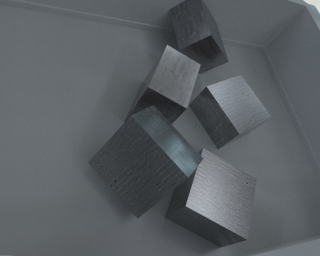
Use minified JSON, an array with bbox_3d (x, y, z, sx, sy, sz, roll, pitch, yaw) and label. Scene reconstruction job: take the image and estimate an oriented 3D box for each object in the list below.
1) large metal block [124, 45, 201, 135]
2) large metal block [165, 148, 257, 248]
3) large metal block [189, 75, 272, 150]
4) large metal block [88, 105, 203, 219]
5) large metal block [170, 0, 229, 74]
[{"bbox_3d":[0.003,-0.045,0.401,0.050,0.080,0.080,28,52,-11],"label":"large metal block"},{"bbox_3d":[0.063,0.084,0.374,0.080,0.050,0.080,31,52,-9],"label":"large metal block"},{"bbox_3d":[0.105,-0.025,0.464,0.081,0.050,0.080,-22,74,-36],"label":"large metal block"},{"bbox_3d":[-0.015,0.035,0.334,0.080,0.080,0.050,48,28,4],"label":"large metal block"},{"bbox_3d":[0.063,-0.145,0.489,0.080,0.050,0.080,31,44,-55],"label":"large metal block"}]
